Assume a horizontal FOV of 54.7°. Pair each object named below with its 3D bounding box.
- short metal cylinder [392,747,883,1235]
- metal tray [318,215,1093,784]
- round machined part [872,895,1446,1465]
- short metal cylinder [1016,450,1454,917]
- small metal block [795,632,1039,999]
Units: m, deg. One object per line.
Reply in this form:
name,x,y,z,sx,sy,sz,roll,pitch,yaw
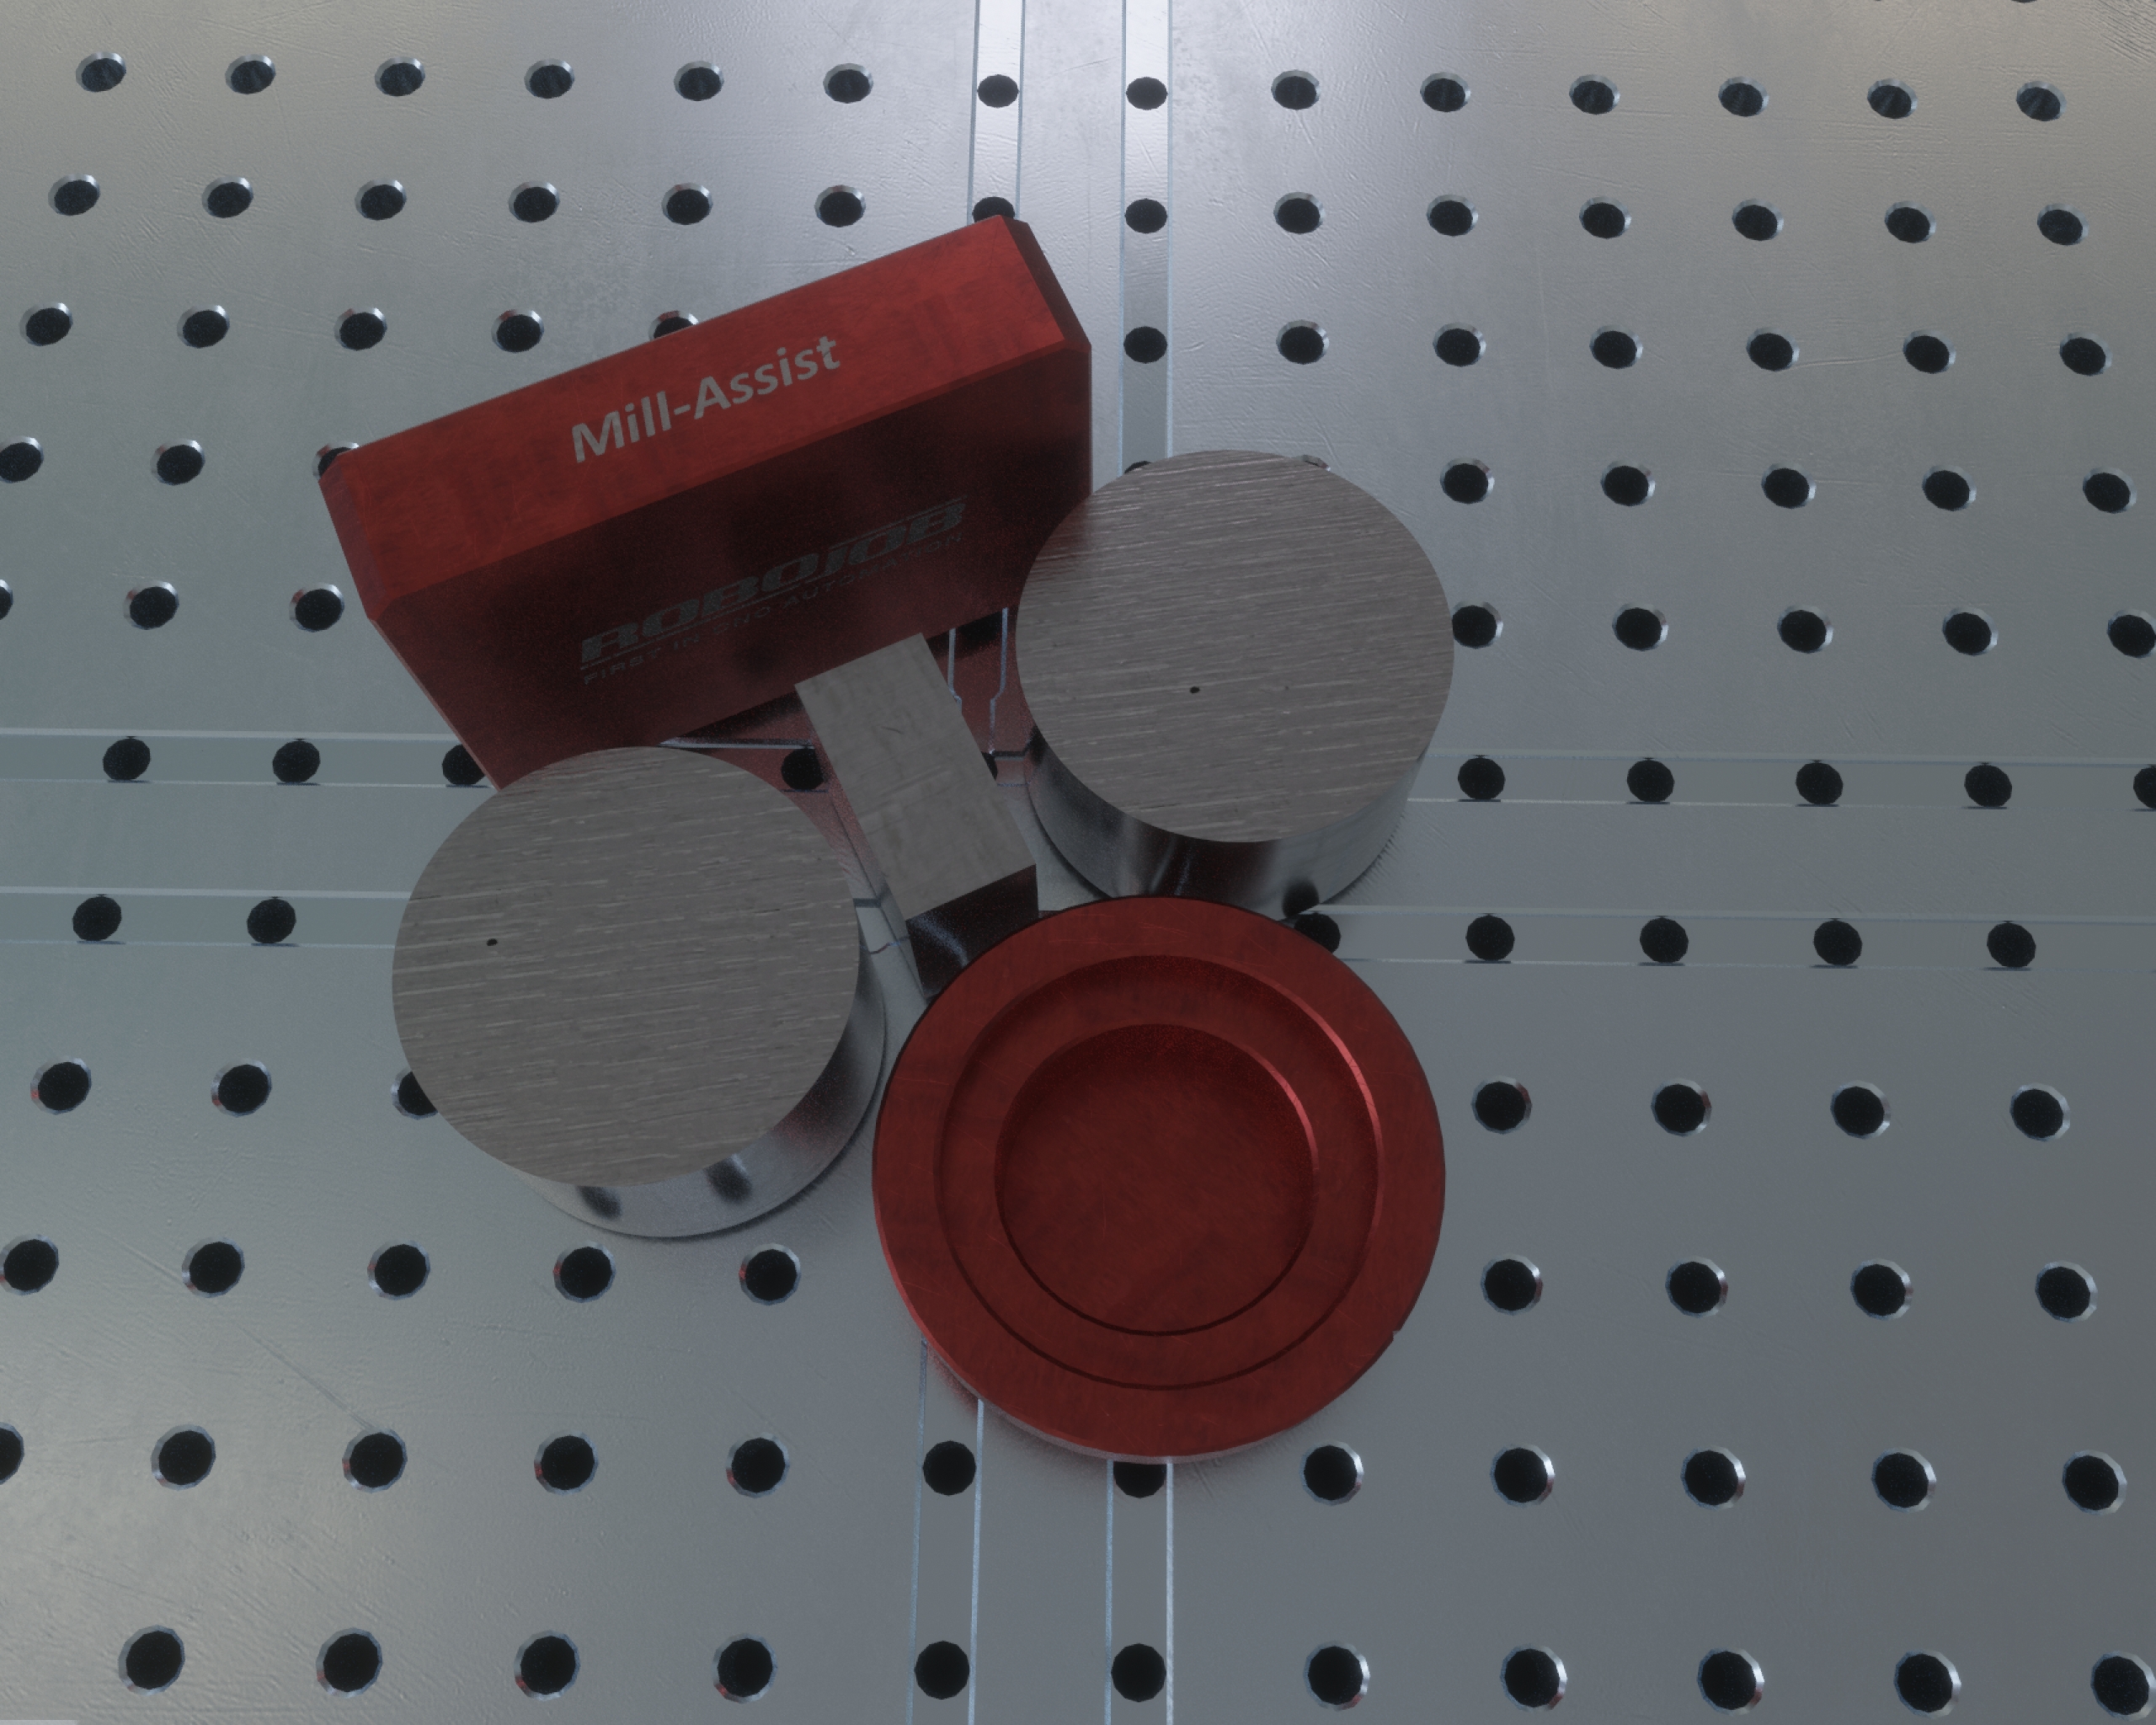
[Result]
short metal cylinder,-0.078,0.025,0.385,0.081,0.050,0.080,0,70,0
metal tray,-0.063,-0.064,0.395,0.131,0.090,0.030,-22,72,-8
round machined part,0.014,0.058,0.377,0.099,0.042,0.098,0,70,0
short metal cylinder,0.029,-0.033,0.407,0.081,0.050,0.080,0,70,0
small metal block,-0.029,-0.008,0.396,0.025,0.050,0.050,-24,72,-8
